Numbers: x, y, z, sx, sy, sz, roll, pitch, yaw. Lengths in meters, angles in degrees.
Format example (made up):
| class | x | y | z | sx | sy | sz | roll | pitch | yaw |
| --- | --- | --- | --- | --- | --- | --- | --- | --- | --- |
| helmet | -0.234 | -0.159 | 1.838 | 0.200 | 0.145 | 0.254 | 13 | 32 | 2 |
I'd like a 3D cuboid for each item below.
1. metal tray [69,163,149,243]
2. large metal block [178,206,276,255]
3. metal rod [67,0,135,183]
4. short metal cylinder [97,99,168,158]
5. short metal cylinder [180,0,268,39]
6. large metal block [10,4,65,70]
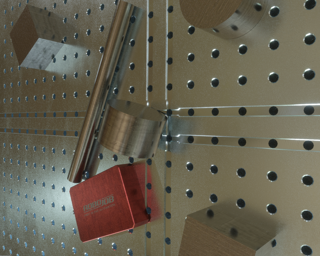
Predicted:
| class | x | y | z | sx | sy | sz | roll | pitch | yaw |
| --- | --- | --- | --- | --- | --- | --- | --- | --- | --- |
| metal tray | -0.083 | 0.117 | 0.475 | 0.130 | 0.030 | 0.090 | -28 | 72 | 36 |
| large metal block | 0.068 | 0.143 | 0.337 | 0.080 | 0.050 | 0.079 | 18 | 102 | 38 |
| metal rod | -0.097 | -0.047 | 0.489 | 0.025 | 0.025 | 0.298 | 32 | 109 | 35 |
| short metal cylinder | -0.036 | -0.001 | 0.403 | 0.080 | 0.081 | 0.050 | 29 | 108 | 36 |
| short metal cylinder | 0.069 | -0.143 | 0.336 | 0.080 | 0.050 | 0.080 | 0 | 90 | 40 |
| large metal block | -0.235 | -0.169 | 0.587 | 0.080 | 0.050 | 0.080 | -38 | 67 | 33 |
